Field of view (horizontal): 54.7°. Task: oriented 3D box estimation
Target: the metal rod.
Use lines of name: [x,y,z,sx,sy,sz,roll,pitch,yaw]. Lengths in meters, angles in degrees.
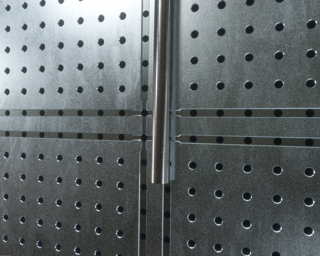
metal rod: [0.003,-0.077,0.410,0.025,0.025,0.298,1,90,19]
